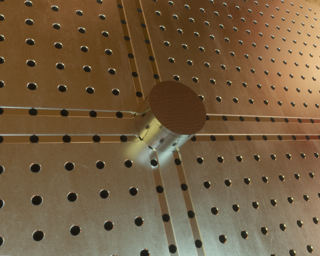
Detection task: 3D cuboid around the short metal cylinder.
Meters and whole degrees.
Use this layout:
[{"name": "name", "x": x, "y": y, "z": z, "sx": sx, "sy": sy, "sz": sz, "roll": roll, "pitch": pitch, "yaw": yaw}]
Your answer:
[{"name": "short metal cylinder", "x": 0.013, "y": -0.015, "z": 0.408, "sx": 0.081, "sy": 0.050, "sz": 0.080, "roll": 13, "pitch": 56, "yaw": -21}]
